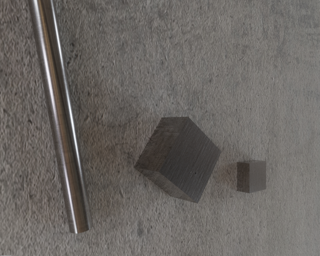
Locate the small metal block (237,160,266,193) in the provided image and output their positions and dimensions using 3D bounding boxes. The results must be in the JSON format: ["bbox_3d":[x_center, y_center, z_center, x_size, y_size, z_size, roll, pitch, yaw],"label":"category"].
[{"bbox_3d":[0.160,0.083,0.538,0.050,0.025,0.050,0,90,-40],"label":"small metal block"}]

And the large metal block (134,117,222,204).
[{"bbox_3d":[0.026,0.041,0.410,0.080,0.050,0.080,44,64,-31],"label":"large metal block"}]

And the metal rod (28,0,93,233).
[{"bbox_3d":[-0.105,-0.039,0.316,0.025,0.025,0.298,-14,99,-39],"label":"metal rod"}]
